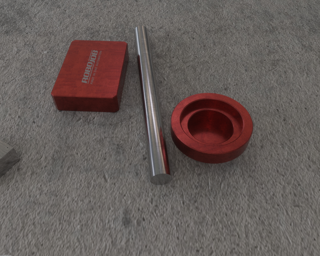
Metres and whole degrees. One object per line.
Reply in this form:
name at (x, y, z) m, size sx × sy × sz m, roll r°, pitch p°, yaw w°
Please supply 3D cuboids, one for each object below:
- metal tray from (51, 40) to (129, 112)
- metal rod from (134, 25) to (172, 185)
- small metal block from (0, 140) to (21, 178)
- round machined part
metal tray at (-0.100, -0.082, 0.468) m, size 0.091 × 0.030 × 0.130 m, roll 2°, pitch 50°, yaw 2°
metal rod at (-0.016, -0.055, 0.449) m, size 0.025 × 0.025 × 0.300 m, roll -5°, pitch 50°, yaw -4°
small metal block at (-0.208, 0.038, 0.370) m, size 0.050 × 0.025 × 0.050 m, roll 25°, pitch 54°, yaw 19°
round machined part at (0.062, 0.004, 0.389) m, size 0.099 × 0.042 × 0.098 m, roll 0°, pitch 50°, yaw 0°
